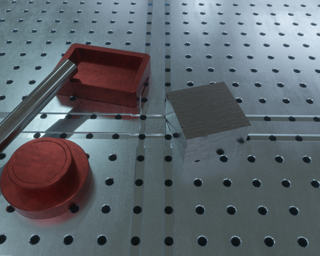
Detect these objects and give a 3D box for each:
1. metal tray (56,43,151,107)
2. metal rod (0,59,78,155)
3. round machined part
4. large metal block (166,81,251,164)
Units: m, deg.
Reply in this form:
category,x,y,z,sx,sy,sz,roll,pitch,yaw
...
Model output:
category,x,y,z,sx,sy,sz,roll,pitch,yaw
metal tray,-0.088,-0.084,0.473,0.131,0.030,0.090,10,51,8
metal rod,-0.198,0.023,0.364,0.025,0.025,0.301,23,60,18
round machined part,-0.131,0.049,0.354,0.099,0.042,0.098,0,50,0
large metal block,0.058,-0.009,0.399,0.081,0.050,0.080,-12,51,-10
